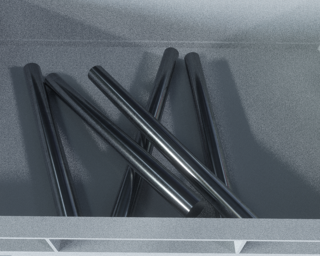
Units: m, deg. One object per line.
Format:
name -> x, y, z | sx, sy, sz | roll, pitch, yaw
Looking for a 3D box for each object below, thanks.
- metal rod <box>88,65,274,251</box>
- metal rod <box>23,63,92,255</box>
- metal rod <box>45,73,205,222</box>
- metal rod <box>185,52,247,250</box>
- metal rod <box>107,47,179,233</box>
metal rod -> 0.003, 0.014, 0.359 | 0.025, 0.025, 0.300 | -31, 57, -24
metal rod -> -0.138, 0.015, 0.390 | 0.025, 0.025, 0.300 | -18, 53, -15
metal rod -> -0.063, 0.003, 0.376 | 0.025, 0.025, 0.300 | -33, 50, -25
metal rod -> 0.063, 0.002, 0.403 | 0.025, 0.025, 0.300 | -3, 50, -3
metal rod -> -0.012, -0.009, 0.412 | 0.025, 0.025, 0.300 | 9, 50, 7
